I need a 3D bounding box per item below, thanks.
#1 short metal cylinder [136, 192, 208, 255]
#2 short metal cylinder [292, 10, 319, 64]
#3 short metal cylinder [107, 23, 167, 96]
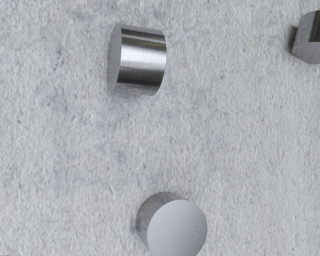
[{"bbox_3d":[0.014,0.128,0.402,0.081,0.050,0.079,0,90,-21],"label":"short metal cylinder"},{"bbox_3d":[0.250,-0.137,0.474,0.081,0.080,0.050,18,84,-20],"label":"short metal cylinder"},{"bbox_3d":[-0.030,-0.080,0.369,0.050,0.080,0.079,4,89,-20],"label":"short metal cylinder"}]
